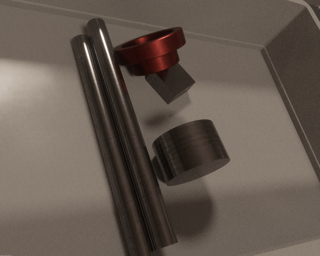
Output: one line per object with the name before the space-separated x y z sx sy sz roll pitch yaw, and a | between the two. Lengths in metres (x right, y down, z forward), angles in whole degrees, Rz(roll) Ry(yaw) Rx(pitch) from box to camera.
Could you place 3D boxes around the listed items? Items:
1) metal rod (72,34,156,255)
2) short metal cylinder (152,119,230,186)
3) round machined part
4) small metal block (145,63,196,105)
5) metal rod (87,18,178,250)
metal rod | -0.060 0.013 0.366 0.025 0.025 0.299 -6 65 -31
short metal cylinder | 0.037 0.031 0.373 0.081 0.080 0.050 -8 66 -32
round machined part | -0.011 -0.104 0.430 0.099 0.098 0.042 -38 119 -39
small metal block | 0.016 -0.070 0.459 0.050 0.025 0.050 49 51 5
metal rod | -0.041 -0.010 0.370 0.025 0.025 0.299 -6 65 -31
